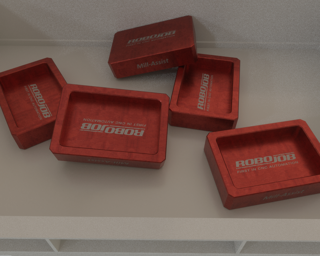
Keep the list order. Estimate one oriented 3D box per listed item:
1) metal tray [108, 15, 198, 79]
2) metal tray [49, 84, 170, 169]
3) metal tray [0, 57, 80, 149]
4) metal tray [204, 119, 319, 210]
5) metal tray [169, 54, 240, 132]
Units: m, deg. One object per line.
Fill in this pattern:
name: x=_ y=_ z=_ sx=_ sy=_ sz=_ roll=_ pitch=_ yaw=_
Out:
metal tray: x=-0.010 y=-0.128 z=0.485 sx=0.131 sy=0.030 sz=0.090 roll=-9 pitch=46 yaw=12
metal tray: x=-0.057 y=-0.002 z=0.377 sx=0.131 sy=0.030 sz=0.090 roll=6 pitch=67 yaw=-4
metal tray: x=-0.172 y=-0.040 z=0.432 sx=0.091 sy=0.030 sz=0.130 roll=-25 pitch=55 yaw=-20
metal tray: x=0.128 y=0.040 z=0.369 sx=0.131 sy=0.030 sz=0.090 roll=-8 pitch=51 yaw=-8
metal tray: x=0.067 y=-0.055 z=0.448 sx=0.090 sy=0.030 sz=0.130 roll=8 pitch=50 yaw=6
